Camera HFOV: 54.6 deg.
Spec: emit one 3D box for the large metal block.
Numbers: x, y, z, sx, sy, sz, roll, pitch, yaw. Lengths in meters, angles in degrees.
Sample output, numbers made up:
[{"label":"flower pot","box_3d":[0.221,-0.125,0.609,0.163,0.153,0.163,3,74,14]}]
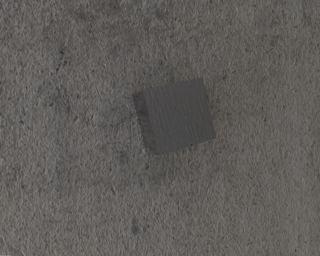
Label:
[{"label":"large metal block","box_3d":[0.018,-0.016,0.402,0.081,0.050,0.080,-15,95,-19]}]
